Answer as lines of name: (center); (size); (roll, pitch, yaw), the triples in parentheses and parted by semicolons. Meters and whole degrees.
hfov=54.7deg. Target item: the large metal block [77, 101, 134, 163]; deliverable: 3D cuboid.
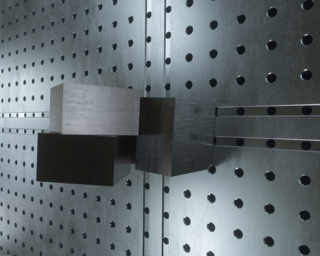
large metal block: (-0.082, 0.004, 0.439); (0.050, 0.081, 0.079); (3, 92, 40)

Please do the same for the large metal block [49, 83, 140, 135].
large metal block: (-0.077, -0.020, 0.351); (0.080, 0.081, 0.050); (6, 93, 62)

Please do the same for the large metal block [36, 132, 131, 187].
large metal block: (-0.081, 0.030, 0.351); (0.080, 0.080, 0.050); (3, 92, 6)

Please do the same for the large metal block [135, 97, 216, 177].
large metal block: (0.020, 0.008, 0.355); (0.050, 0.081, 0.079); (5, 93, 39)

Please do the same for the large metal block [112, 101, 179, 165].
large metal block: (-0.022, 0.004, 0.406); (0.080, 0.050, 0.079); (4, 92, 39)
